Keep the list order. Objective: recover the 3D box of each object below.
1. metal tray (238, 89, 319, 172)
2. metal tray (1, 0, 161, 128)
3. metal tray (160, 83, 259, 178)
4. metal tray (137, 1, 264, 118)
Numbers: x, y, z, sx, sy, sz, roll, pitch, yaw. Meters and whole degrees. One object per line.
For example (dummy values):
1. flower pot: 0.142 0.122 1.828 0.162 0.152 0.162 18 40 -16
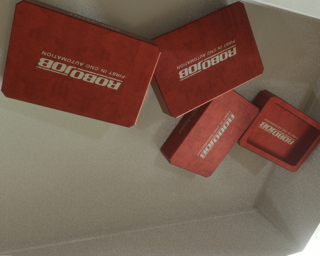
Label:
1. metal tray: 0.190 0.008 0.492 0.131 0.030 0.090 26 106 -23
2. metal tray: -0.075 -0.060 0.304 0.131 0.030 0.089 14 112 -17
3. metal tray: 0.073 0.003 0.447 0.090 0.030 0.129 26 104 -37
4. metal tray: 0.050 -0.080 0.364 0.131 0.030 0.090 -27 108 -11
